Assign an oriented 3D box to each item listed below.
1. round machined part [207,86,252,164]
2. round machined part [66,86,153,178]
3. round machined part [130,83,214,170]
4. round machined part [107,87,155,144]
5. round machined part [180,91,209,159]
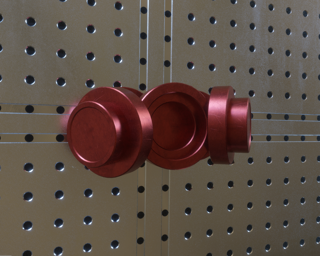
[{"bbox_3d":[0.089,-0.004,0.384,0.042,0.098,0.097,0,90,20],"label":"round machined part"},{"bbox_3d":[-0.060,0.005,0.328,0.042,0.098,0.097,-9,94,-58],"label":"round machined part"},{"bbox_3d":[0.011,-0.002,0.363,0.099,0.042,0.097,0,90,-21],"label":"round machined part"},{"bbox_3d":[-0.045,-0.003,0.387,0.099,0.042,0.097,0,90,-21],"label":"round machined part"},{"bbox_3d":[0.047,-0.003,0.422,0.099,0.042,0.097,0,90,-21],"label":"round machined part"}]
